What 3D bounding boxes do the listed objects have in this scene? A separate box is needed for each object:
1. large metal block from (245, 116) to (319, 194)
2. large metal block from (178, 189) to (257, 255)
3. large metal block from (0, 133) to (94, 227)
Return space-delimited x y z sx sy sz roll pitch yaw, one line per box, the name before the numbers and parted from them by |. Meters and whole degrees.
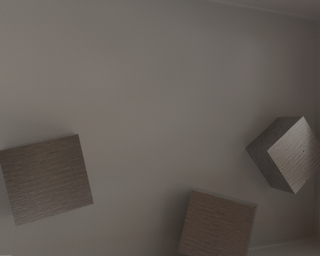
large metal block | 0.191 0.038 0.468 0.080 0.050 0.080 -39 103 -16
large metal block | 0.077 0.130 0.404 0.080 0.050 0.080 12 85 22
large metal block | -0.127 0.054 0.351 0.081 0.050 0.080 -13 95 -20
